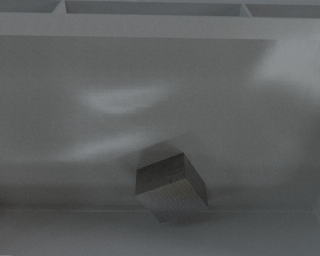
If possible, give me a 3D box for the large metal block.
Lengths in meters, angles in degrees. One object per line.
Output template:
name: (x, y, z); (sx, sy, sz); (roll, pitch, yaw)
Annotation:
large metal block: (0.019, 0.093, 0.472); (0.080, 0.050, 0.080); (-22, 127, 17)
